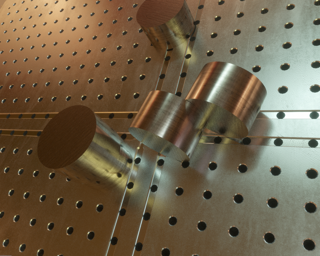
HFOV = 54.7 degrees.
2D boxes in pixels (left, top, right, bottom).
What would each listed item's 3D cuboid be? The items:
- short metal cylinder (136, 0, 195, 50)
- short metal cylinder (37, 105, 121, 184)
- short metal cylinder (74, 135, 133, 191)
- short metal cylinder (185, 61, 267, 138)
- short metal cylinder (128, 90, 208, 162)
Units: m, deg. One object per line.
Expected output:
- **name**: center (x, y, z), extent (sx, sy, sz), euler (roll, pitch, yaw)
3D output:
- **short metal cylinder**: center (0.010, -0.172, 0.493), extent (0.080, 0.050, 0.080), euler (-13, 56, 21)
- **short metal cylinder**: center (-0.094, 0.020, 0.365), extent (0.080, 0.050, 0.080), euler (-13, 56, 21)
- **short metal cylinder**: center (-0.084, 0.038, 0.413), extent (0.080, 0.050, 0.080), euler (-13, 56, 21)
- **short metal cylinder**: center (0.073, -0.030, 0.353), extent (0.080, 0.080, 0.050), euler (19, 72, 35)
- **short metal cylinder**: center (0.010, -0.001, 0.368), extent (0.080, 0.080, 0.050), euler (17, 71, 35)
